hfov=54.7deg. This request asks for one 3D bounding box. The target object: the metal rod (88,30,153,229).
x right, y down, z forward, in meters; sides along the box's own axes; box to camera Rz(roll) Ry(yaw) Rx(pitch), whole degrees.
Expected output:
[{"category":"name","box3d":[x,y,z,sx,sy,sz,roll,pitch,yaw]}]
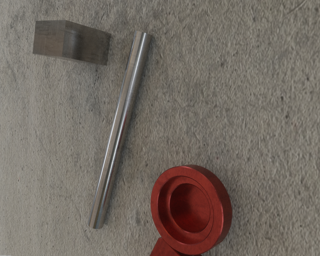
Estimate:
[{"category":"metal rod","box3d":[-0.061,0.011,0.453,0.025,0.025,0.298,25,106,37]}]

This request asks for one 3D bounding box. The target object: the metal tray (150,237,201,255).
[{"category":"metal tray","box3d":[0.036,0.203,0.371,0.130,0.030,0.089,36,112,33]}]

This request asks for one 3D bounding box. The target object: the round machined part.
[{"category":"round machined part","box3d":[0.040,0.091,0.360,0.098,0.042,0.097,0,90,39]}]

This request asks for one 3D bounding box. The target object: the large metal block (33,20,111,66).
[{"category":"large metal block","box3d":[-0.136,-0.130,0.478,0.080,0.081,0.050,15,100,38]}]
